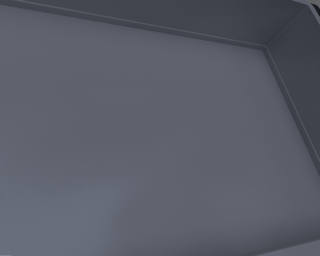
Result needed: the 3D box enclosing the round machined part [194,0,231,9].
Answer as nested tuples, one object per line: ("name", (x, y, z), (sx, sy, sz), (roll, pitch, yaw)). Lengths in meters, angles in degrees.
("round machined part", (0.098, -0.278, 0.619), (0.099, 0.042, 0.098), (14, 56, -21))
